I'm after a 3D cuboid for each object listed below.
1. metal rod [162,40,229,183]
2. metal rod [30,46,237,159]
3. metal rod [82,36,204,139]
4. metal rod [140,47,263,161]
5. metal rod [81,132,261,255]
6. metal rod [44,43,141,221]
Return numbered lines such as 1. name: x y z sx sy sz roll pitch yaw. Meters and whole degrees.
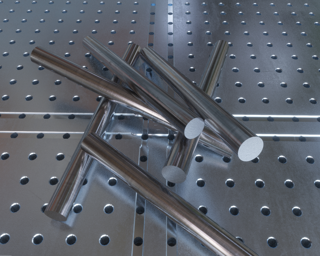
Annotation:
1. metal rod: 0.059 -0.046 0.414 0.025 0.025 0.301 14 41 11
2. metal rod: -0.041 -0.038 0.411 0.301 0.025 0.025 26 55 10
3. metal rod: -0.042 -0.072 0.421 0.025 0.025 0.300 -26 41 -20
4. metal rod: 0.029 -0.052 0.389 0.025 0.025 0.300 -16 33 -13
5. metal rod: 0.034 0.094 0.313 0.300 0.025 0.025 34 58 20
6. metal rod: -0.077 -0.019 0.422 0.025 0.025 0.300 10 51 8
